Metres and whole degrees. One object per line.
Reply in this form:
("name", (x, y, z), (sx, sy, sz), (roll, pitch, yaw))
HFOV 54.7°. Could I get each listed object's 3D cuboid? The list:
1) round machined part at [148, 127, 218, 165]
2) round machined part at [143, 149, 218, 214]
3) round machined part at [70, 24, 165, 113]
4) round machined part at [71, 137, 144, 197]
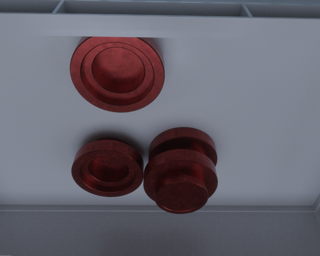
("round machined part", (0.033, 0.049, 0.440), (0.099, 0.042, 0.097), (-1, 130, 0))
("round machined part", (0.027, 0.077, 0.409), (0.099, 0.042, 0.097), (0, 130, 0))
("round machined part", (-0.044, -0.068, 0.340), (0.099, 0.042, 0.097), (-1, 130, 0))
("round machined part", (-0.072, 0.052, 0.441), (0.099, 0.042, 0.097), (-1, 130, 0))
